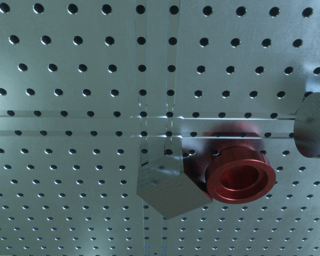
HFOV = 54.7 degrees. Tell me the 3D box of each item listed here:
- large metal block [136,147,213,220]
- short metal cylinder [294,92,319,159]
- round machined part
[{"bbox_3d":[0.022,0.086,0.468,0.080,0.050,0.080,-28,125,22],"label":"large metal block"},{"bbox_3d":[0.208,-0.001,0.377,0.050,0.080,0.079,7,130,-6],"label":"short metal cylinder"},{"bbox_3d":[0.115,0.066,0.457,0.099,0.042,0.097,-1,130,-1],"label":"round machined part"}]
